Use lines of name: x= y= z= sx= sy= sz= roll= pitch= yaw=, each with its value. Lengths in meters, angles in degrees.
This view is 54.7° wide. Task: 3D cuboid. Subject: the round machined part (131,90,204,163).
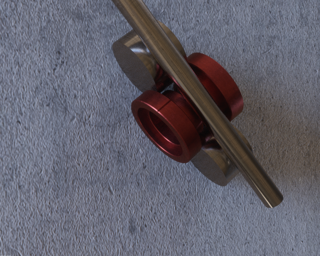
round machined part: x=0.014 y=-0.007 z=0.376 sx=0.042 sy=0.098 sz=0.098 roll=-42 pitch=104 yaw=-19

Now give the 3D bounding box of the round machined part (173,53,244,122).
round machined part: x=0.055 y=-0.043 z=0.393 sx=0.042 sy=0.098 sz=0.098 roll=-40 pitch=103 yaw=-11

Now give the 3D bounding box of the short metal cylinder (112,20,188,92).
short metal cylinder: x=-0.012 y=-0.084 z=0.377 sx=0.050 sy=0.080 sz=0.080 roll=-41 pitch=103 yaw=-16

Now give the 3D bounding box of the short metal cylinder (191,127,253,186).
short metal cylinder: x=0.075 y=0.030 z=0.410 sx=0.050 sy=0.080 sz=0.080 roll=-41 pitch=103 yaw=-16

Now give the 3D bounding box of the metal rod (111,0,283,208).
metal rod: x=0.049 y=-0.026 z=0.345 sx=0.025 sy=0.025 sz=0.300 roll=-42 pitch=104 yaw=-15
